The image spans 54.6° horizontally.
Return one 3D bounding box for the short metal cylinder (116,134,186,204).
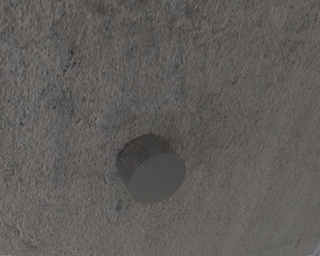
[{"bbox_3d":[-0.012,0.055,0.417,0.081,0.050,0.080,-14,124,-21],"label":"short metal cylinder"}]
